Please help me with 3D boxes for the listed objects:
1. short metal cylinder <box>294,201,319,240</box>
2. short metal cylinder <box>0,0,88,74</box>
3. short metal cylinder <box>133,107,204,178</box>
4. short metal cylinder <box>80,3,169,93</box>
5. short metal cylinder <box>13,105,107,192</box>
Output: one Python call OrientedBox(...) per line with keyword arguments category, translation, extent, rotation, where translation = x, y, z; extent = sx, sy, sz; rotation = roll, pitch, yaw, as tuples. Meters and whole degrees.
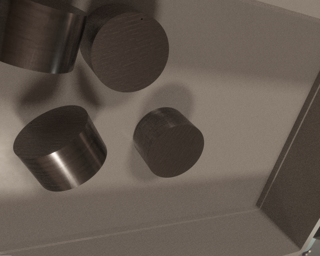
OrientedBox(category="short metal cylinder", translation=(0.358, 0.211, 0.707), extent=(0.050, 0.080, 0.080), rotation=(28, 103, -38))
OrientedBox(category="short metal cylinder", translation=(-0.107, -0.085, 0.262), extent=(0.081, 0.080, 0.050), rotation=(8, 114, -32))
OrientedBox(category="short metal cylinder", translation=(0.011, 0.019, 0.412), extent=(0.081, 0.050, 0.079), rotation=(-14, 125, -21))
OrientedBox(category="short metal cylinder", translation=(-0.038, -0.083, 0.321), extent=(0.081, 0.050, 0.079), rotation=(-14, 125, -21))
OrientedBox(category="short metal cylinder", translation=(-0.104, 0.020, 0.330), extent=(0.080, 0.080, 0.050), rotation=(-29, 129, -11))
